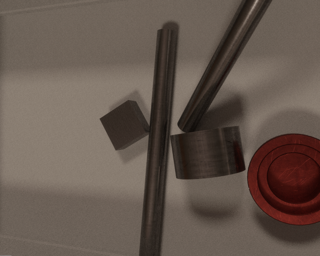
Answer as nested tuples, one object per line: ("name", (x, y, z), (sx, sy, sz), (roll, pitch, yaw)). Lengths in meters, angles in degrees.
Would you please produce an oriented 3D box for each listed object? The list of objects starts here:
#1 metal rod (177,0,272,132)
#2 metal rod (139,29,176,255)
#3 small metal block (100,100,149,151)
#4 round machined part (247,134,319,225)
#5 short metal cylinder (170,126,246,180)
("metal rod", (0.084, -0.106, 0.306), (0.025, 0.025, 0.298), (39, 131, 15))
("metal rod", (-0.003, 0.022, 0.410), (0.025, 0.025, 0.298), (5, 92, 19))
("small metal block", (-0.047, -0.004, 0.426), (0.050, 0.025, 0.050), (-31, 80, 17))
("round machined part", (0.150, 0.055, 0.348), (0.098, 0.042, 0.097), (0, 90, 19))
("short metal cylinder", (0.055, 0.028, 0.361), (0.080, 0.080, 0.050), (-9, 87, 19))
